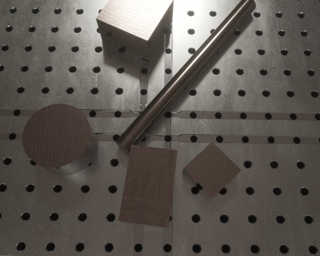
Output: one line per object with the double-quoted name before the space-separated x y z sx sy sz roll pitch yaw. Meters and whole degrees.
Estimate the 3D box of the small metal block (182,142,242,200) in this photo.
"small metal block" 0.065 0.055 0.393 0.050 0.025 0.050 -41 75 -14

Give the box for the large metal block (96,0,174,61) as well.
"large metal block" -0.034 -0.159 0.456 0.080 0.050 0.080 26 72 8

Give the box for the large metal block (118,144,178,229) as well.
"large metal block" -0.011 0.071 0.356 0.050 0.080 0.080 7 70 2

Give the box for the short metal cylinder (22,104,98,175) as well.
"short metal cylinder" -0.123 0.016 0.391 0.081 0.050 0.080 0 70 0

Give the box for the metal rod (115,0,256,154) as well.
"metal rod" 0.045 -0.084 0.442 0.025 0.025 0.301 37 74 12
